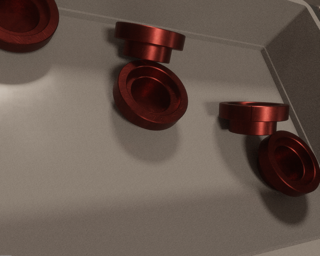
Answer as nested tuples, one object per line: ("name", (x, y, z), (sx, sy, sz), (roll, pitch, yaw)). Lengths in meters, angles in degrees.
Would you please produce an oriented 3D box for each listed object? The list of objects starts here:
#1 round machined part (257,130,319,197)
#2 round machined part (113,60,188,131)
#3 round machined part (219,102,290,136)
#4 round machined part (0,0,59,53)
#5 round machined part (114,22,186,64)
("round machined part", (0.186, 0.056, 0.464), (0.099, 0.042, 0.098), (14, 56, -21))
("round machined part", (-0.016, -0.039, 0.411), (0.099, 0.042, 0.098), (14, 56, -21))
("round machined part", (0.137, -0.015, 0.456), (0.099, 0.098, 0.042), (-4, 100, -31))
("round machined part", (-0.177, -0.135, 0.373), (0.099, 0.042, 0.098), (11, 69, -31))
("round machined part", (-0.016, -0.118, 0.437), (0.099, 0.042, 0.098), (11, 13, -2))
